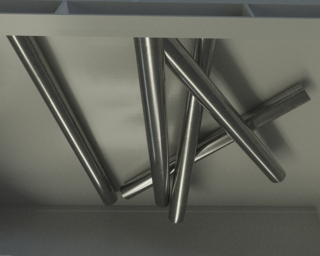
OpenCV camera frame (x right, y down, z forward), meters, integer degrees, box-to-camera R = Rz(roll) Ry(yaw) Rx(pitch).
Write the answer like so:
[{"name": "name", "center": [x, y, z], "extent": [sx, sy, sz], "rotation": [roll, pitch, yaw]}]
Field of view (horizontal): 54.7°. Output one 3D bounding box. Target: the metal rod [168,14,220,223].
[{"name": "metal rod", "center": [0.037, 0.012, 0.395], "extent": [0.025, 0.025, 0.298], "rotation": [3, 123, -3]}]

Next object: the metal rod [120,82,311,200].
[{"name": "metal rod", "center": [0.060, 0.029, 0.434], "extent": [0.299, 0.025, 0.025], "rotation": [-33, 123, 24]}]

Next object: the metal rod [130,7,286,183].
[{"name": "metal rod", "center": [0.075, -0.015, 0.357], "extent": [0.025, 0.025, 0.300], "rotation": [-31, 128, 23]}]

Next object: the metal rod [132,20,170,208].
[{"name": "metal rod", "center": [-0.003, 0.015, 0.363], "extent": [0.025, 0.025, 0.298], "rotation": [-2, 140, 2]}]

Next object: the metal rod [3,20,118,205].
[{"name": "metal rod", "center": [-0.115, 0.006, 0.412], "extent": [0.025, 0.025, 0.299], "rotation": [-10, 130, 8]}]
